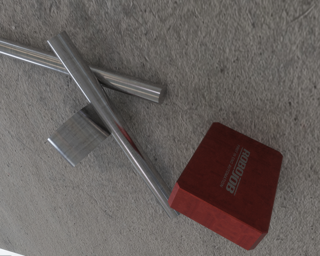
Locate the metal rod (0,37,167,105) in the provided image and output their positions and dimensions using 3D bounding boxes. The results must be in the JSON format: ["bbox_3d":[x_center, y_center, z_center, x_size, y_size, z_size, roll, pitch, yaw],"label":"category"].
[{"bbox_3d":[-0.133,-0.087,0.423,0.301,0.025,0.025,19,126,17],"label":"metal rod"}]

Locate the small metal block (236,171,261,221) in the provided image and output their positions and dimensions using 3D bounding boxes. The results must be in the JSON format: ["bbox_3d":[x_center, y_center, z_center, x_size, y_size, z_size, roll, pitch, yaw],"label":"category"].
[{"bbox_3d":[0.110,0.076,0.380,0.025,0.050,0.050,-32,101,38],"label":"small metal block"}]

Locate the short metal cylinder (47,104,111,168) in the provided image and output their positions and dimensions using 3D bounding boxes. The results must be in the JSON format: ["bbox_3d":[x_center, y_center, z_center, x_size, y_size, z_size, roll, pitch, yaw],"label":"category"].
[{"bbox_3d":[-0.109,0.010,0.435,0.050,0.080,0.080,48,129,-6],"label":"short metal cylinder"}]

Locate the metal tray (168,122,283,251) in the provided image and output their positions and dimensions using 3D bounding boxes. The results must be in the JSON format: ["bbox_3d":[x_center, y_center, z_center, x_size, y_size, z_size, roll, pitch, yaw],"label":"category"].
[{"bbox_3d":[0.076,0.052,0.331,0.090,0.131,0.030,27,128,11],"label":"metal tray"}]

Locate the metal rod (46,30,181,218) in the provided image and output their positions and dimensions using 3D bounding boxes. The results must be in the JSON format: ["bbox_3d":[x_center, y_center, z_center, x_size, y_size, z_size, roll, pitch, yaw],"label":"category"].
[{"bbox_3d":[-0.049,0.011,0.417,0.025,0.025,0.299,-15,118,34],"label":"metal rod"}]
